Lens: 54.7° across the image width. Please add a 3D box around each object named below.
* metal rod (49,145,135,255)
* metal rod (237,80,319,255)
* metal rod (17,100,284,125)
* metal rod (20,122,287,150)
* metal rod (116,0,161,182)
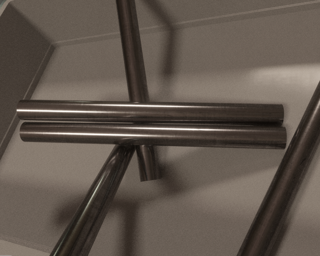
[{"bbox_3d":[-0.058,0.068,0.286,0.025,0.025,0.301,-20,19,16],"label":"metal rod"},{"bbox_3d":[0.145,0.021,0.316,0.025,0.025,0.300,21,72,35],"label":"metal rod"},{"bbox_3d":[-0.015,-0.018,0.359,0.302,0.025,0.025,1,61,5],"label":"metal rod"},{"bbox_3d":[-0.016,0.008,0.355,0.301,0.025,0.025,1,61,9],"label":"metal rod"},{"bbox_3d":[-0.033,-0.083,0.396,0.025,0.025,0.298,-12,81,21],"label":"metal rod"}]
